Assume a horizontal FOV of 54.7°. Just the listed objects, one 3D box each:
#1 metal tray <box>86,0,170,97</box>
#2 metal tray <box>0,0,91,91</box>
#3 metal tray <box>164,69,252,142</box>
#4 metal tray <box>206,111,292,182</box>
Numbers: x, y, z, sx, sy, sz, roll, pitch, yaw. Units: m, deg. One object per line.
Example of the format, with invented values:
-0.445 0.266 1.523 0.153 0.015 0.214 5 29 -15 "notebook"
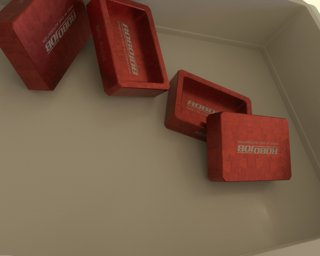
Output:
-0.041 -0.108 0.415 0.091 0.030 0.129 -4 77 -45 "metal tray"
-0.130 -0.118 0.366 0.030 0.090 0.130 5 51 17 "metal tray"
0.075 -0.024 0.459 0.131 0.030 0.090 19 54 -17 "metal tray"
0.126 0.028 0.432 0.131 0.030 0.090 4 81 -30 "metal tray"
